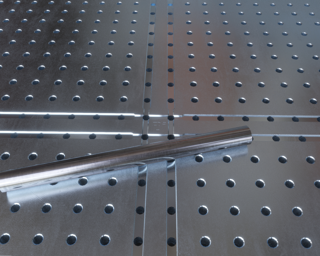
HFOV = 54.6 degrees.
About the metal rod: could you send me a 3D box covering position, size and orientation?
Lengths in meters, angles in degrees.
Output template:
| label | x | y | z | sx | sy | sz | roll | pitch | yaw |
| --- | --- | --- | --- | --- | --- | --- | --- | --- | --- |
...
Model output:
| label | x | y | z | sx | sy | sz | roll | pitch | yaw |
| --- | --- | --- | --- | --- | --- | --- | --- | --- | --- |
| metal rod | -0.034 | 0.035 | 0.377 | 0.302 | 0.025 | 0.025 | -10 | 51 | -9 |
